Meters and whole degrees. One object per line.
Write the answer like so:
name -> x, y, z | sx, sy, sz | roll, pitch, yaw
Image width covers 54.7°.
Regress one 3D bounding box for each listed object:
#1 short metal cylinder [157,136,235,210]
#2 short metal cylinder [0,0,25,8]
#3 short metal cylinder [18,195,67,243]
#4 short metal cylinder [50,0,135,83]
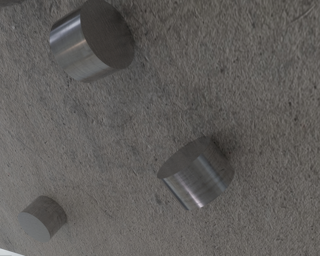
short metal cylinder -> 0.044, 0.054, 0.382 | 0.080, 0.080, 0.050 | -31, 101, 38
short metal cylinder -> -0.212, -0.191, 0.384 | 0.080, 0.050, 0.079 | 13, 124, 21
short metal cylinder -> -0.239, 0.185, 0.632 | 0.080, 0.050, 0.079 | 13, 124, 21
short metal cylinder -> -0.075, -0.097, 0.351 | 0.050, 0.080, 0.080 | -16, 110, 34
